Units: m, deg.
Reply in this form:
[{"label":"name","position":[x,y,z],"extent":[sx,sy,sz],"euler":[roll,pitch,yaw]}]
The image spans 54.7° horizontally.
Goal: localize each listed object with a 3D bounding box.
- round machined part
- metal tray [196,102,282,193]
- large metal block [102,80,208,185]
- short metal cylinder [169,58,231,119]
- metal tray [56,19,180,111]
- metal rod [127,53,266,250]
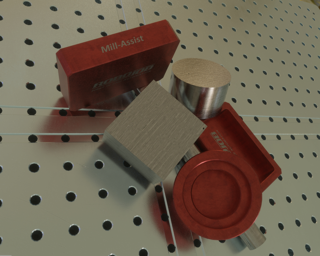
[{"label":"round machined part","position":[0.064,0.077,0.362],"extent":[0.099,0.042,0.098],"euler":[0,78,1]},{"label":"metal tray","position":[0.100,0.034,0.433],"extent":[0.091,0.030,0.130],"euler":[-28,77,-37]},{"label":"large metal block","position":[-0.008,0.006,0.356],"extent":[0.080,0.050,0.080],"euler":[41,69,-1]},{"label":"short metal cylinder","position":[0.053,-0.056,0.432],"extent":[0.081,0.050,0.080],"euler":[5,39,-4]},{"label":"metal tray","position":[-0.049,-0.071,0.361],"extent":[0.131,0.090,0.030],"euler":[-23,76,-21]},{"label":"metal rod","position":[0.033,0.023,0.407],"extent":[0.025,0.025,0.299],"euler":[-28,77,-37]}]
